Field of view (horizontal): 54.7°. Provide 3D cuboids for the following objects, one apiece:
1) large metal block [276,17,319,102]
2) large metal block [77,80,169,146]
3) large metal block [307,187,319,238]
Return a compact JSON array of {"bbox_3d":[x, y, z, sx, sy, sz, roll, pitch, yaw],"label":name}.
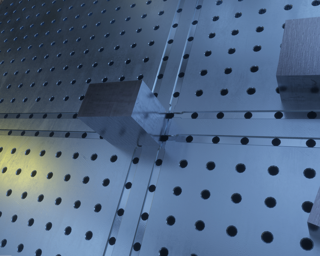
[{"bbox_3d":[0.180,-0.076,0.345,0.080,0.050,0.080,4,64,30],"label":"large metal block"},{"bbox_3d":[-0.045,-0.017,0.406,0.080,0.080,0.050,0,62,28],"label":"large metal block"},{"bbox_3d":[0.180,0.064,0.259,0.080,0.050,0.080,18,71,34],"label":"large metal block"}]
